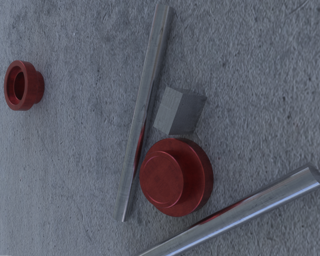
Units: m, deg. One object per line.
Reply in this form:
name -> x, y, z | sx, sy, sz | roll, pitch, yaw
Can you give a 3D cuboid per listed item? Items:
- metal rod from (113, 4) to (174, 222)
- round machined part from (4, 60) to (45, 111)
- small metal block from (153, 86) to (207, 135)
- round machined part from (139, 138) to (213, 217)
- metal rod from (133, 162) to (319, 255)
metal rod -> -0.025, -0.013, 0.425 | 0.025, 0.025, 0.298 | 20, 103, 38
round machined part -> -0.266, -0.082, 0.613 | 0.098, 0.042, 0.097 | 0, 90, 40
small metal block -> 0.024, -0.020, 0.369 | 0.025, 0.050, 0.050 | 30, 109, 36
round machined part -> 0.013, 0.061, 0.383 | 0.098, 0.042, 0.097 | 0, 90, 40
metal rod -> 0.048, 0.123, 0.365 | 0.299, 0.025, 0.025 | -40, 66, 32
